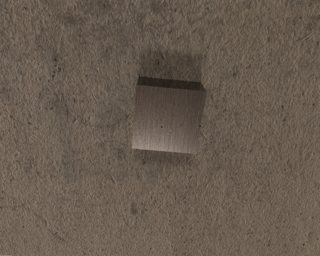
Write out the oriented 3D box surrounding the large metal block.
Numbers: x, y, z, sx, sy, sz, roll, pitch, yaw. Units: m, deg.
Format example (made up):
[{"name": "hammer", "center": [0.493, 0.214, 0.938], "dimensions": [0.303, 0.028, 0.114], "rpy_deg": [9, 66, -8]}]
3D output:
[{"name": "large metal block", "center": [0.009, -0.017, 0.390], "dimensions": [0.081, 0.050, 0.079], "rpy_deg": [5, 110, -3]}]
